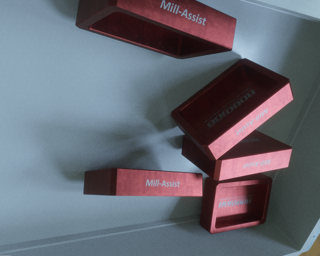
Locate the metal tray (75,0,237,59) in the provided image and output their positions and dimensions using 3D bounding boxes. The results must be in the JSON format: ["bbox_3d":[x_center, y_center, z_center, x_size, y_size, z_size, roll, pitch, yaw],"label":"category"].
[{"bbox_3d":[-0.003,-0.101,0.300,0.131,0.090,0.030,9,90,-33],"label":"metal tray"}]

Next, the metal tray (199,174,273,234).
[{"bbox_3d":[0.136,0.130,0.545,0.131,0.030,0.089,1,101,-29],"label":"metal tray"}]

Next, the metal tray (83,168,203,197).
[{"bbox_3d":[-0.021,0.072,0.401,0.131,0.090,0.030,9,76,-33],"label":"metal tray"}]

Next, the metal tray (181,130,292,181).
[{"bbox_3d":[0.109,0.033,0.446,0.131,0.090,0.030,-5,111,-26],"label":"metal tray"}]

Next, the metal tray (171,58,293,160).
[{"bbox_3d":[0.089,-0.029,0.399,0.130,0.090,0.030,-38,130,-3],"label":"metal tray"}]
